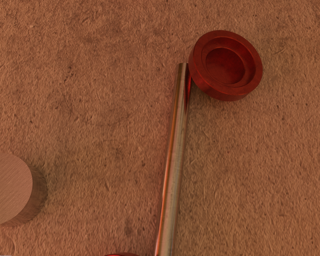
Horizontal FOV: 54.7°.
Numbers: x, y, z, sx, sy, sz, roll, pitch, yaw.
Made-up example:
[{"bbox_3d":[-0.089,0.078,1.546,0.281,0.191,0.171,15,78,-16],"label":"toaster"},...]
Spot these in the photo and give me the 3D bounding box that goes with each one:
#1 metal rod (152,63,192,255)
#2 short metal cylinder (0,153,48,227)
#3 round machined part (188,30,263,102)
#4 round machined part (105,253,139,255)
[{"bbox_3d":[0.016,0.053,0.388,0.025,0.025,0.299,7,70,2],"label":"metal rod"},{"bbox_3d":[-0.182,0.075,0.365,0.081,0.050,0.080,0,70,0],"label":"short metal cylinder"},{"bbox_3d":[0.085,-0.080,0.422,0.099,0.042,0.098,5,69,-13],"label":"round machined part"},{"bbox_3d":[-0.035,0.180,0.319,0.098,0.042,0.098,-8,71,26],"label":"round machined part"}]
